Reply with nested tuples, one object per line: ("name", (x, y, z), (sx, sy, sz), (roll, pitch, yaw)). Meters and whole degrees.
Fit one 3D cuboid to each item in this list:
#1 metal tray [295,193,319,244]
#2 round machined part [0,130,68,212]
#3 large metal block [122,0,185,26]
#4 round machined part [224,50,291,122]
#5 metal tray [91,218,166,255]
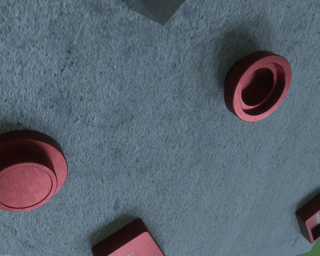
("metal tray", (0.384, 0.219, 0.753), (0.090, 0.030, 0.130), (-37, 130, -4))
("round machined part", (-0.154, 0.054, 0.346), (0.099, 0.042, 0.097), (-14, 125, -21))
("large metal block", (-0.023, -0.144, 0.271), (0.050, 0.080, 0.080), (-49, 129, 6))
("round machined part", (0.130, -0.061, 0.431), (0.099, 0.042, 0.097), (-14, 125, -21))
("metal tray", (-0.044, 0.217, 0.516), (0.090, 0.030, 0.130), (-31, 129, -9))
